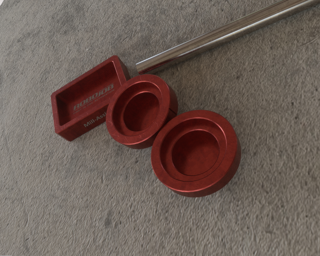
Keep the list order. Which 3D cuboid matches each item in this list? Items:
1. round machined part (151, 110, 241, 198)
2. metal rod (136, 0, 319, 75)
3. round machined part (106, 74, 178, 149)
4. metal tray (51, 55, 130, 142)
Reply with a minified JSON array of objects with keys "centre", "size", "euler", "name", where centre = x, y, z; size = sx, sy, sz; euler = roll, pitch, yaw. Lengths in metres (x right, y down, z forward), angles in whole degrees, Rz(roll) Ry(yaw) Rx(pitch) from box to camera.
[{"centre":[0.043,0.031,0.351],"size":[0.098,0.042,0.098],"euler":[-13,56,21],"name":"round machined part"},{"centre":[0.105,-0.137,0.432],"size":[0.301,0.025,0.025],"euler":[-20,54,16],"name":"metal rod"},{"centre":[-0.019,-0.018,0.408],"size":[0.098,0.042,0.098],"euler":[-13,63,27],"name":"round machined part"},{"centre":[-0.106,-0.047,0.484],"size":[0.130,0.030,0.090],"euler":[-29,52,9],"name":"metal tray"}]
